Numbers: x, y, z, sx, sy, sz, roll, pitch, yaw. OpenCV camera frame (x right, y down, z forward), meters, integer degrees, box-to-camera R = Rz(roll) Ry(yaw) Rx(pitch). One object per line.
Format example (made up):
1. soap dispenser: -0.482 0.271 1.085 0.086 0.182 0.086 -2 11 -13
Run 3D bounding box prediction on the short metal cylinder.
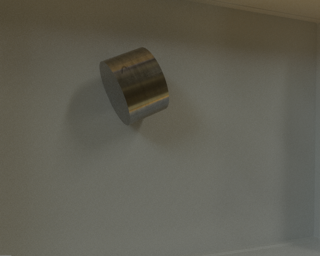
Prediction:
1. short metal cylinder: -0.032 -0.049 0.369 0.050 0.080 0.080 -25 99 -18
